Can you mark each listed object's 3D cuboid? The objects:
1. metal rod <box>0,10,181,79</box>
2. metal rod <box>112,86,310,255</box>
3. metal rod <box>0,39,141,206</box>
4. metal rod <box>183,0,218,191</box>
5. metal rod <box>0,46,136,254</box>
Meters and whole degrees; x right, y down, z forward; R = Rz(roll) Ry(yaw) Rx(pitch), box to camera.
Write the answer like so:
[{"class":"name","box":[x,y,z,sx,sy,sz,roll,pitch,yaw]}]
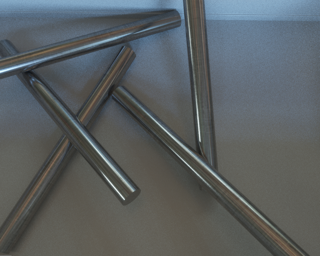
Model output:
[{"class":"metal rod","box":[-0.108,-0.113,0.425,0.302,0.025,0.025,-22,71,-18]},{"class":"metal rod","box":[0.042,0.044,0.362,0.025,0.025,0.300,-40,63,-13]},{"class":"metal rod","box":[-0.129,-0.022,0.392,0.025,0.025,0.300,-40,66,-13]},{"class":"metal rod","box":[0.047,-0.073,0.373,0.025,0.025,0.298,-6,94,-2]},{"class":"metal rod","box":[-0.115,0.015,0.403,0.025,0.025,0.300,26,72,9]}]
